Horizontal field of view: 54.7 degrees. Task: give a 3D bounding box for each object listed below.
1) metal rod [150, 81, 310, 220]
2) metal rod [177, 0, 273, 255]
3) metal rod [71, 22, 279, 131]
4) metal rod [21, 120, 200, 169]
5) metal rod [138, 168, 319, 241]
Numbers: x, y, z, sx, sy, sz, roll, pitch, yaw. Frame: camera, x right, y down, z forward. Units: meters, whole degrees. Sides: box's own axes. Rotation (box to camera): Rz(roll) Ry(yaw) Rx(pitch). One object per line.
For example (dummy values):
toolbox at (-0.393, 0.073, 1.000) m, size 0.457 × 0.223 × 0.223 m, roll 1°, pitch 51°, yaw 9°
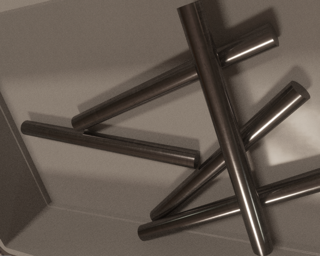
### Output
metal rod at (0.068, 0.052, 0.404) m, size 0.025 × 0.025 × 0.298 m, roll 40°, pitch 129°, yaw 1°
metal rod at (0.077, 0.016, 0.337) m, size 0.025 × 0.025 × 0.298 m, roll -9°, pitch 111°, yaw 32°
metal rod at (-0.007, -0.048, 0.381) m, size 0.300 × 0.025 × 0.025 m, roll -20°, pitch 108°, yaw 35°
metal rod at (-0.088, 0.021, 0.465) m, size 0.301 × 0.025 × 0.025 m, roll 9°, pitch 122°, yaw 23°
metal rod at (0.087, 0.106, 0.410) m, size 0.299 × 0.025 × 0.025 m, roll -27°, pitch 104°, yaw 31°
